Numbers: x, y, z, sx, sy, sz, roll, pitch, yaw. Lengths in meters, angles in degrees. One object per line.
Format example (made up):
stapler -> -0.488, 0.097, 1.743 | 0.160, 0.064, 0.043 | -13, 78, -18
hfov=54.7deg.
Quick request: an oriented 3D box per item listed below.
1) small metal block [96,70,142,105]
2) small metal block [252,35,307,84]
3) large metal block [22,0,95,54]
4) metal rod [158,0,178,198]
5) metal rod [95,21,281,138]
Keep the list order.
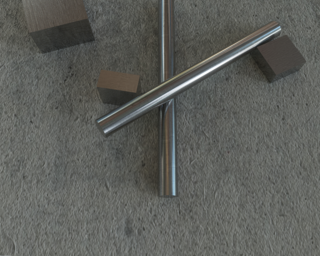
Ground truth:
small metal block -> -0.052, -0.051, 0.413 | 0.050, 0.050, 0.025 | 9, 71, 3
small metal block -> 0.171, -0.099, 0.447 | 0.050, 0.025, 0.050 | -24, 72, -9
large metal block -> -0.149, -0.165, 0.453 | 0.081, 0.050, 0.080 | -17, 71, -7
metal rod -> 0.010, -0.057, 0.428 | 0.025, 0.025, 0.299 | 0, 70, 0
metal rod -> 0.051, -0.074, 0.414 | 0.302, 0.025, 0.025 | -32, 73, -20
